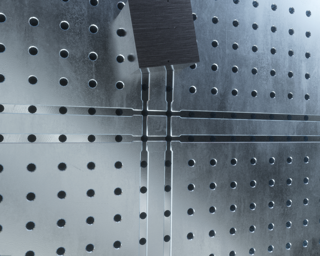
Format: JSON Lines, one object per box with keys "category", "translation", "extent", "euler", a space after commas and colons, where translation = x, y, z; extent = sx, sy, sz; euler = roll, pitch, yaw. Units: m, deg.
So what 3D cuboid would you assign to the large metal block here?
{"category": "large metal block", "translation": [-0.002, -0.116, 0.398], "extent": [0.081, 0.050, 0.080], "euler": [-10, 94, -20]}
